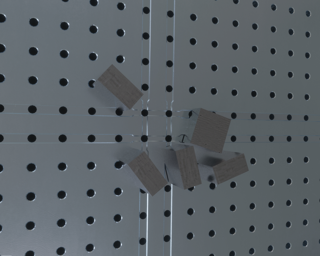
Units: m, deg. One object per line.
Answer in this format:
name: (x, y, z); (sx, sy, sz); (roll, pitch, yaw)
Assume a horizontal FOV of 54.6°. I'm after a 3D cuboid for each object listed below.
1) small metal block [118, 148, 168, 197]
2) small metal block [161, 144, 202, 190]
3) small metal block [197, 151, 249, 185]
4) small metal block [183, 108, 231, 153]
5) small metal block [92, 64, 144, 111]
small metal block: (-0.022, 0.054, 0.391); (0.025, 0.050, 0.050); (-39, 103, -16)
small metal block: (0.027, 0.049, 0.409); (0.025, 0.050, 0.050); (-15, 95, -19)
small metal block: (0.085, 0.053, 0.430); (0.050, 0.050, 0.025); (-20, 97, -19)
small metal block: (0.066, 0.004, 0.437); (0.050, 0.025, 0.050); (19, 84, -19)
small metal block: (-0.053, -0.047, 0.379); (0.050, 0.050, 0.025); (43, 77, -15)
